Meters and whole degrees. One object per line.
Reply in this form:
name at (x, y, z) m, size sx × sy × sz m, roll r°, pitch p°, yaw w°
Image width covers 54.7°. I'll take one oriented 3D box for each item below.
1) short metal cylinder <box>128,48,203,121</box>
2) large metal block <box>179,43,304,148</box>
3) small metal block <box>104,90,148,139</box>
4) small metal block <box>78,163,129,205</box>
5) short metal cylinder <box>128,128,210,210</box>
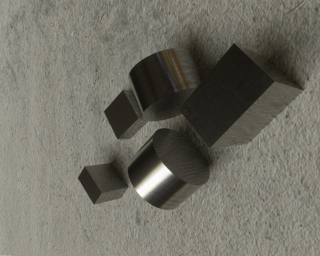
short metal cylinder at (0.009, -0.048, 0.360) m, size 0.080 × 0.081 × 0.050 m, roll -32°, pitch 70°, yaw 35°
large metal block at (0.080, -0.027, 0.302) m, size 0.080 × 0.081 × 0.050 m, roll -51°, pitch 61°, yaw 28°
small metal block at (-0.047, -0.019, 0.442) m, size 0.050 × 0.025 × 0.050 m, roll -43°, pitch 65°, yaw 31°
small metal block at (-0.084, 0.080, 0.455) m, size 0.050 × 0.050 × 0.025 m, roll 49°, pitch 119°, yaw 28°
short metal cylinder at (0.010, 0.047, 0.359) m, size 0.050 × 0.081 × 0.080 m, roll -48°, pitch 62°, yaw 29°
